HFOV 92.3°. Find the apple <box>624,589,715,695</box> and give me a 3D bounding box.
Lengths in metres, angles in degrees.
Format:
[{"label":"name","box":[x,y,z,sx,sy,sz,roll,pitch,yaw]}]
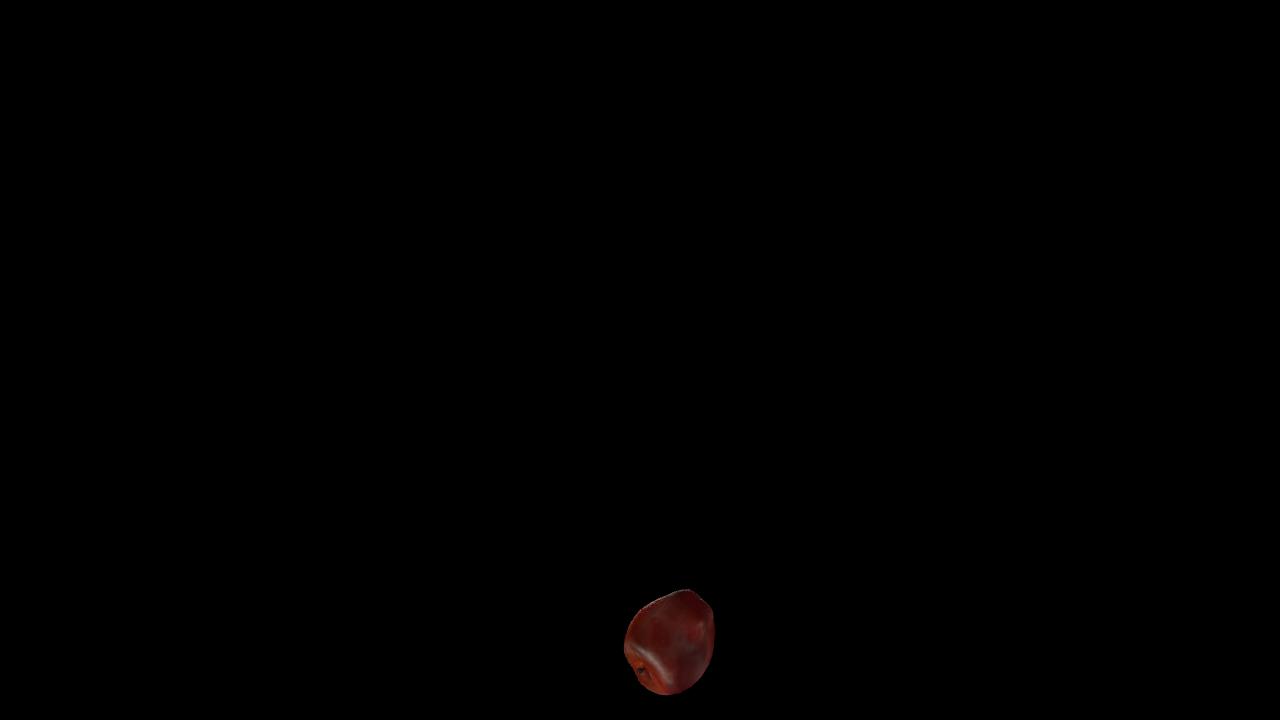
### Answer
[{"label":"apple","box":[0.029,0.257,0.564,0.079,0.079,0.093,0,22,45]}]
